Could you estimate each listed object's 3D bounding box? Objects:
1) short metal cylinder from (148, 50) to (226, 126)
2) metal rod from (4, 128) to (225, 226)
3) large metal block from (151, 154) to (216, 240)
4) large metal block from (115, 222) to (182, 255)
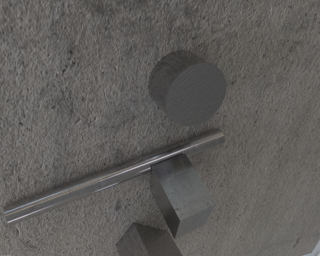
[{"bbox_3d":[0.033,-0.049,0.379,0.081,0.050,0.079,-14,124,-21],"label":"short metal cylinder"},{"bbox_3d":[-0.047,0.059,0.417,0.302,0.025,0.025,-19,126,-18],"label":"metal rod"},{"bbox_3d":[0.028,0.096,0.431,0.050,0.080,0.080,-20,148,-17],"label":"large metal block"},{"bbox_3d":[-0.013,0.203,0.491,0.080,0.080,0.050,28,103,-38],"label":"large metal block"}]
